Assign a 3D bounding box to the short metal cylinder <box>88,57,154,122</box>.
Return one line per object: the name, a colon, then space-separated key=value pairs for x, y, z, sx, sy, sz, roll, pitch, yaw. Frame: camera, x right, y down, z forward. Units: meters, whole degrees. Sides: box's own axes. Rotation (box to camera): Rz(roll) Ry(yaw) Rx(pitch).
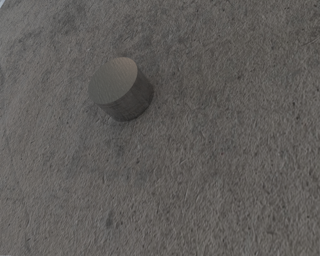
short metal cylinder: x=-0.056 y=-0.056 z=0.453 sx=0.080 sy=0.050 sz=0.080 roll=-13 pitch=56 yaw=21
